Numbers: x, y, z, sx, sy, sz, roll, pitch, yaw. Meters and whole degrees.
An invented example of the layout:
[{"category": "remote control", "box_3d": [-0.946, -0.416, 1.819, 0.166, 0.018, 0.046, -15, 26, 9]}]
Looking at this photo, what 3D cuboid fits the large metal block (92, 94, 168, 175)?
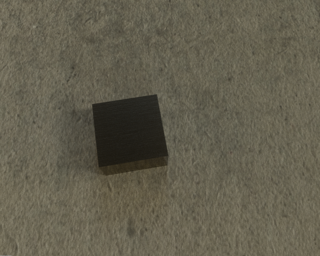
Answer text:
[{"category": "large metal block", "box_3d": [-0.037, 0.010, 0.391, 0.080, 0.050, 0.080, -9, 70, -3]}]
